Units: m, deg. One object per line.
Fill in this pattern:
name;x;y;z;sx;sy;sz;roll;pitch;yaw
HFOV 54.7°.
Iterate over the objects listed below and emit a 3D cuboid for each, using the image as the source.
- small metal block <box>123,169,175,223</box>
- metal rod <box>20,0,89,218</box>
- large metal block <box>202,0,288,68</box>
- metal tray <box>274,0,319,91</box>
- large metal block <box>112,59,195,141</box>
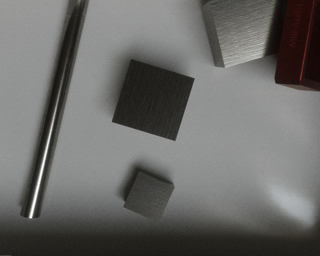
small metal block;-0.014;0.089;0.411;0.050;0.025;0.050;24;90;-1
metal rod;-0.138;-0.031;0.409;0.025;0.025;0.298;13;90;-1
large metal block;0.105;-0.127;0.392;0.080;0.050;0.080;-16;103;0
metal tray;0.181;-0.113;0.376;0.030;0.091;0.129;12;98;42
large metal block;-0.008;-0.034;0.399;0.080;0.050;0.080;17;90;-1
